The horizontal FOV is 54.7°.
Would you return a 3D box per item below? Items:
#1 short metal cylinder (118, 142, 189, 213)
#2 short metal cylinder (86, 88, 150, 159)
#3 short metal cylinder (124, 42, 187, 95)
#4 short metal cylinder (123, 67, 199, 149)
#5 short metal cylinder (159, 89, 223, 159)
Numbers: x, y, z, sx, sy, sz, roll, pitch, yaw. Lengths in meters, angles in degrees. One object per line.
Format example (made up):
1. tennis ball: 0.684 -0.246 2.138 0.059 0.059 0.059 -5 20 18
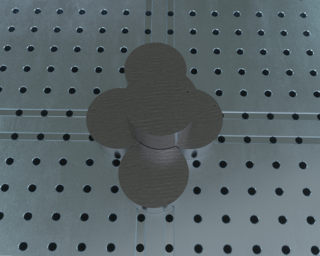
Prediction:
1. short metal cylinder: -0.007 0.060 0.376 0.081 0.050 0.080 0 68 0
2. short metal cylinder: -0.049 -0.005 0.400 0.081 0.050 0.080 0 70 0
3. short metal cylinder: -0.006 -0.068 0.423 0.081 0.050 0.080 0 70 -1
4. short metal cylinder: 0.001 -0.021 0.352 0.081 0.050 0.080 0 70 0
5. short metal cylinder: 0.036 -0.004 0.399 0.081 0.050 0.080 0 70 0
